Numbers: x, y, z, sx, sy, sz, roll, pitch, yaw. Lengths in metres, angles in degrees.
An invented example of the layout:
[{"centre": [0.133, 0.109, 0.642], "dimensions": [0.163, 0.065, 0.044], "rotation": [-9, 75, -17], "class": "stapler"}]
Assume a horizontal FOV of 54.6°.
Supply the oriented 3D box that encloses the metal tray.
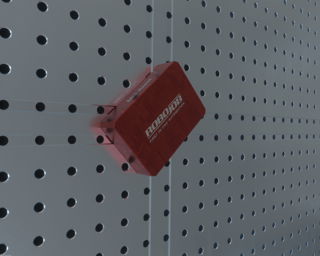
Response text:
[{"centre": [-0.002, -0.014, 0.403], "dimensions": [0.130, 0.030, 0.090], "rotation": [-49, 119, -29], "class": "metal tray"}]
